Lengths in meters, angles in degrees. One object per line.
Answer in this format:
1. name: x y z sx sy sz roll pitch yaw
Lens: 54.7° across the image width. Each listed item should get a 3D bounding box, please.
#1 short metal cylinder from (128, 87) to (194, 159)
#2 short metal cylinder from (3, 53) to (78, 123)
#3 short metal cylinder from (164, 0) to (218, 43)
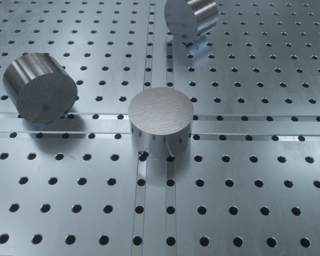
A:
1. short metal cylinder: 0.001 -0.007 0.397 0.081 0.050 0.080 0 50 0
2. short metal cylinder: -0.159 -0.053 0.415 0.081 0.080 0.050 -30 56 -22
3. short metal cylinder: 0.053 -0.195 0.536 0.050 0.080 0.080 -35 58 -26
